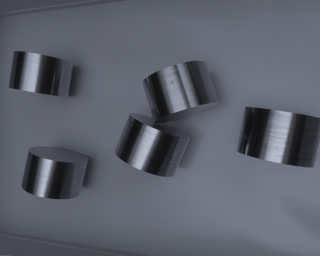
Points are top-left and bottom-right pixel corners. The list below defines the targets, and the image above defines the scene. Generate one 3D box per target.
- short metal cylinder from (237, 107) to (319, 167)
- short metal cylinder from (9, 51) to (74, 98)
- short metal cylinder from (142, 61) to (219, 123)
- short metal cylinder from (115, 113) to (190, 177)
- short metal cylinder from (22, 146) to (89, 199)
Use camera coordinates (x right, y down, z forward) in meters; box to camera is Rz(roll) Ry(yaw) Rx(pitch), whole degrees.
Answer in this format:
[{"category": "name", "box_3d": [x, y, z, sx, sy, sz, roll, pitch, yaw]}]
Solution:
[{"category": "short metal cylinder", "box_3d": [0.128, 0.008, 0.336, 0.080, 0.080, 0.050, 11, 94, 19]}, {"category": "short metal cylinder", "box_3d": [-0.167, -0.075, 0.440, 0.080, 0.080, 0.050, 11, 94, 19]}, {"category": "short metal cylinder", "box_3d": [0.025, -0.041, 0.373, 0.080, 0.080, 0.050, -18, 84, 19]}, {"category": "short metal cylinder", "box_3d": [-0.009, 0.020, 0.384, 0.080, 0.080, 0.050, 25, 98, 18]}, {"category": "short metal cylinder", "box_3d": [-0.145, 0.060, 0.433, 0.080, 0.080, 0.050, 15, 95, 19]}]
